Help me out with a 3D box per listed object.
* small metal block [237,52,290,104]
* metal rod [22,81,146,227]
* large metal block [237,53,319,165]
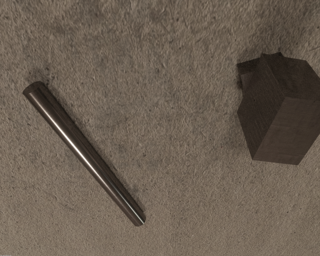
[{"bbox_3d":[0.121,-0.055,0.363,0.050,0.025,0.050,-14,129,11],"label":"small metal block"},{"bbox_3d":[-0.093,0.057,0.454,0.025,0.025,0.299,-18,128,14],"label":"metal rod"},{"bbox_3d":[0.125,-0.020,0.323,0.050,0.080,0.079,7,130,-7],"label":"large metal block"}]
